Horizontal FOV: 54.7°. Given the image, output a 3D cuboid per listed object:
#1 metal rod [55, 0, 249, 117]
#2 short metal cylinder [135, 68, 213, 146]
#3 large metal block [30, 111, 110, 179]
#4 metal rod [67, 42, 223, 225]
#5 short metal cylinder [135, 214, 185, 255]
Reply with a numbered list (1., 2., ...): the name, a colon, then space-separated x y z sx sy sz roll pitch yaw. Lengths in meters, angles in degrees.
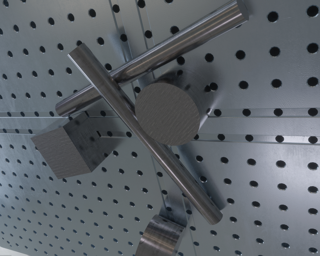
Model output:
1. metal rod: -0.034 -0.071 0.384 0.300 0.025 0.025 -21 107 35
2. short metal cylinder: 0.017 -0.026 0.370 0.080 0.050 0.079 13 124 21
3. large metal block: -0.140 0.029 0.487 0.080 0.050 0.080 -16 110 34
4. metal rod: -0.009 0.019 0.407 0.025 0.025 0.300 -26 111 37
5. short metal cylinder: 0.001 0.185 0.489 0.050 0.080 0.079 21 126 15
